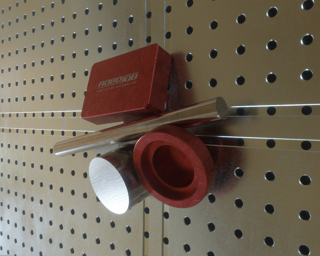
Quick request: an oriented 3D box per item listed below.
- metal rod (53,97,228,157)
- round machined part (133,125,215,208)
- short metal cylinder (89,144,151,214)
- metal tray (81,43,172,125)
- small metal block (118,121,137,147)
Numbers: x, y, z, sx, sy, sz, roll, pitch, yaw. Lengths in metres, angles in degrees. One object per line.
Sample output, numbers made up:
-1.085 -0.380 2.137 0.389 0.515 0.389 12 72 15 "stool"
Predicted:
-0.050 0.007 0.414 0.300 0.025 0.025 -14 82 38 "metal rod"
0.020 0.041 0.365 0.098 0.042 0.097 16 120 29 "round machined part"
-0.051 0.067 0.417 0.080 0.050 0.079 21 122 38 "short metal cylinder"
-0.049 -0.056 0.426 0.130 0.030 0.090 -6 67 39 "metal tray"
-0.030 0.015 0.443 0.050 0.025 0.050 23 104 37 "small metal block"
